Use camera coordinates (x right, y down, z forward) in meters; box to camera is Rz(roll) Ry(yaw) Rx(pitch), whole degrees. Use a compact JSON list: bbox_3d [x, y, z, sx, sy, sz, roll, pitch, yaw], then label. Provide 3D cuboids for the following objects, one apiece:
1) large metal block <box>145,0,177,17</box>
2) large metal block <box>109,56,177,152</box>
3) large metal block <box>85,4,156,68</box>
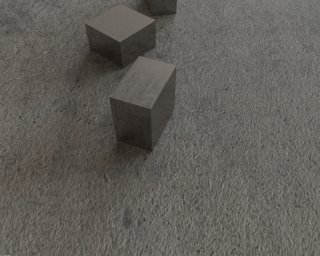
[{"bbox_3d":[-0.002,-0.276,0.600,0.050,0.080,0.080,-11,51,-9],"label":"large metal block"},{"bbox_3d":[-0.018,-0.030,0.393,0.050,0.080,0.080,17,52,14],"label":"large metal block"},{"bbox_3d":[-0.064,-0.155,0.517,0.080,0.050,0.080,33,57,25],"label":"large metal block"}]
